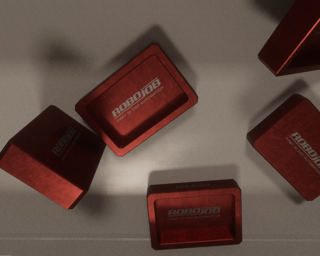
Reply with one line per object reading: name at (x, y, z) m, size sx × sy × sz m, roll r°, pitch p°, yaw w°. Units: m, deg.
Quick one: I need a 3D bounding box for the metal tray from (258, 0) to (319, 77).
metal tray at (0.172, -0.101, 0.317) m, size 0.131 × 0.030 × 0.089 m, roll -13°, pitch 147°, yaw -35°

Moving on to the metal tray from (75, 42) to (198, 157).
metal tray at (-0.029, -0.035, 0.395) m, size 0.130 × 0.030 × 0.090 m, roll -36°, pitch 107°, yaw 12°

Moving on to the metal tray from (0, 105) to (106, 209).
metal tray at (-0.117, 0.027, 0.364) m, size 0.090 × 0.130 × 0.030 m, roll 37°, pitch 106°, yaw -13°

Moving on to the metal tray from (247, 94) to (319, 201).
metal tray at (0.195, 0.029, 0.422) m, size 0.130 × 0.030 × 0.090 m, roll 43°, pitch 104°, yaw -15°

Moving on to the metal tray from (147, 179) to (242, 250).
metal tray at (0.050, 0.126, 0.450) m, size 0.131 × 0.030 × 0.089 m, roll -4°, pitch 103°, yaw 1°
